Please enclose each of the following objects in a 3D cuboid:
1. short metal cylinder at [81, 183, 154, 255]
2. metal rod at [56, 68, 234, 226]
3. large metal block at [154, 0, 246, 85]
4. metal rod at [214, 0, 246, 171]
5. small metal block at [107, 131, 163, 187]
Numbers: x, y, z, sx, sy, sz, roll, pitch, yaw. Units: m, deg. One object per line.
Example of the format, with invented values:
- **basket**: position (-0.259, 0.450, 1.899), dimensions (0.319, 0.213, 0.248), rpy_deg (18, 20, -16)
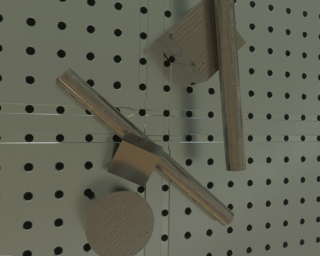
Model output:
- **short metal cylinder**: position (-0.053, 0.112, 0.381), dimensions (0.081, 0.050, 0.079), rpy_deg (0, 90, -21)
- **metal rod**: position (-0.009, 0.034, 0.410), dimensions (0.300, 0.025, 0.025), rpy_deg (42, 77, -16)
- **large metal block**: position (0.054, -0.117, 0.420), dimensions (0.080, 0.050, 0.080), rpy_deg (-45, 105, -15)
- **metal rod**: position (0.086, -0.095, 0.392), dimensions (0.025, 0.025, 0.298), rpy_deg (-5, 92, -20)
- **small metal block**: position (-0.031, 0.039, 0.385), dimensions (0.050, 0.025, 0.050), rpy_deg (25, 116, -8)
